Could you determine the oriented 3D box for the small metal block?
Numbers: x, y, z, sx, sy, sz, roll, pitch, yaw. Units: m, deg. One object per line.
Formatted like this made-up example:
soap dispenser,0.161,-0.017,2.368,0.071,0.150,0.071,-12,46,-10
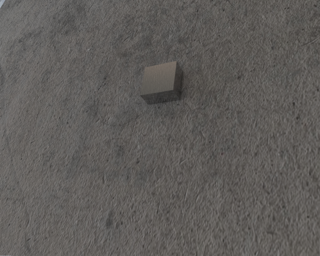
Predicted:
small metal block,0.003,-0.064,0.442,0.050,0.025,0.050,-7,59,25
